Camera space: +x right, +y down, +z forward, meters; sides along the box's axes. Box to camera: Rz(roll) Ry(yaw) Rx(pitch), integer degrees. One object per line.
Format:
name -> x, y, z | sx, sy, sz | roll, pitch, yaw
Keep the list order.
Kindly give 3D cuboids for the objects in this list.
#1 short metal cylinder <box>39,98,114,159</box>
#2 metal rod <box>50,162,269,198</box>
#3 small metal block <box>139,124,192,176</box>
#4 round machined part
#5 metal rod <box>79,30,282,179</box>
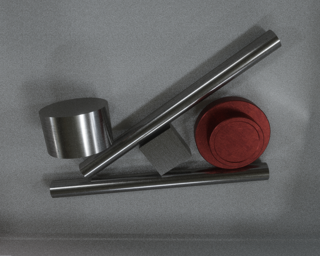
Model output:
short metal cylinder -> -0.101, -0.002, 0.379 | 0.081, 0.080, 0.050 | -5, 110, 1
metal rod -> -0.001, 0.074, 0.437 | 0.302, 0.025, 0.025 | -5, 110, 1
small metal block -> 0.007, 0.028, 0.419 | 0.050, 0.025, 0.050 | -34, 107, 11
round machined part -> 0.096, 0.011, 0.404 | 0.099, 0.042, 0.097 | 0, 110, -1
metal rod -> 0.017, -0.024, 0.401 | 0.300, 0.025, 0.025 | -35, 107, 11
